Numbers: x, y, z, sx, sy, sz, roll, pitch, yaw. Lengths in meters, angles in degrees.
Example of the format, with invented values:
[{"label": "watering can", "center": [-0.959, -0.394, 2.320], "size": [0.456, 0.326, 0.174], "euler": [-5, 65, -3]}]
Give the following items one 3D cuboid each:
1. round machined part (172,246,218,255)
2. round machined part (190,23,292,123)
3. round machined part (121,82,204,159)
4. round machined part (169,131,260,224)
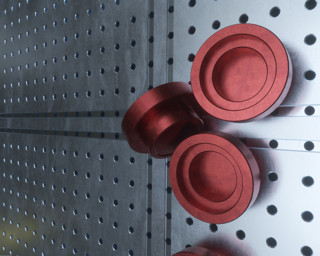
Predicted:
[{"label": "round machined part", "center": [0.051, 0.186, 0.357], "size": [0.098, 0.042, 0.097], "euler": [0, 90, 40]}, {"label": "round machined part", "center": [0.085, -0.053, 0.322], "size": [0.098, 0.042, 0.098], "euler": [-2, 85, 31]}, {"label": "round machined part", "center": [0.010, -0.002, 0.353], "size": [0.098, 0.099, 0.042], "euler": [-52, 55, 28]}, {"label": "round machined part", "center": [0.062, 0.051, 0.343], "size": [0.098, 0.042, 0.097], "euler": [5, 99, 35]}]
